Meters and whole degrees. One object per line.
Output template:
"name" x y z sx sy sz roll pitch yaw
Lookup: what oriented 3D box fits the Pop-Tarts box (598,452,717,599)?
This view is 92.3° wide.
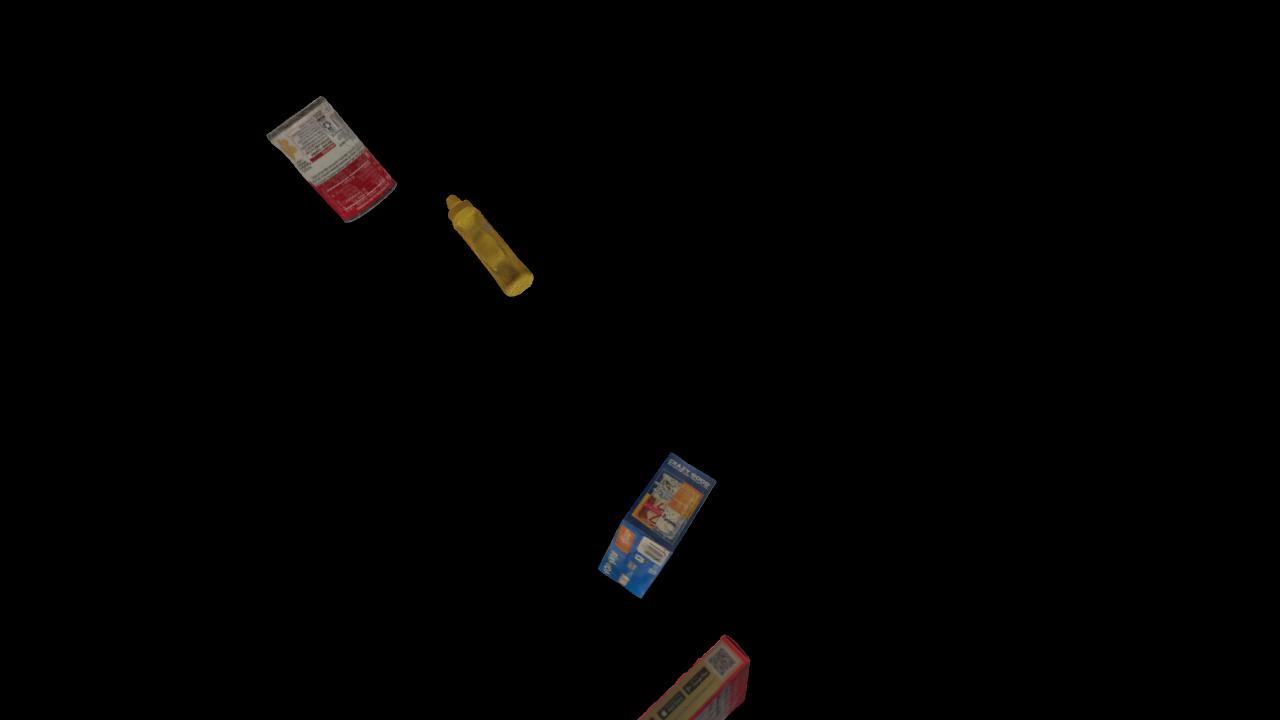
"Pop-Tarts box" 0.023 0.244 0.905 0.083 0.167 0.141 33 48 10

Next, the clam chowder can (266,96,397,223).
"clam chowder can" -0.303 -0.197 0.610 0.068 0.068 0.102 0 -42 40

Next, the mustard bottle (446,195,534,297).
"mustard bottle" -0.245 -0.187 0.975 0.054 0.184 0.092 -39 -1 4

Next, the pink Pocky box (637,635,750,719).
"pink Pocky box" 0.018 0.276 0.446 0.155 0.084 0.029 -33 50 -25
